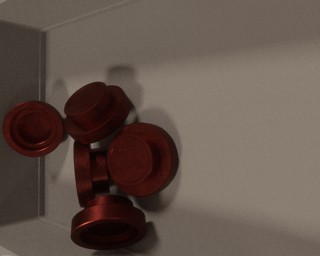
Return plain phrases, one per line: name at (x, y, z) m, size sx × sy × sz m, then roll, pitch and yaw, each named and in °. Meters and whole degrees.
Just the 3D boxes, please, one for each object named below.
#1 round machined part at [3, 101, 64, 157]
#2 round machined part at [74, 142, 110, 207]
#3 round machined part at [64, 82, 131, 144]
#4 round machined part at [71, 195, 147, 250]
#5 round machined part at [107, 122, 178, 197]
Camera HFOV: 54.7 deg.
round machined part at (-0.221, -0.001, 0.551) m, size 0.042 × 0.099 × 0.097 m, roll -133°, pitch 54°, yaw -74°
round machined part at (-0.098, 0.064, 0.453) m, size 0.098 × 0.042 × 0.097 m, roll 175°, pitch 89°, yaw -79°
round machined part at (-0.094, -0.028, 0.436) m, size 0.098 × 0.042 × 0.098 m, roll -18°, pitch 41°, yaw 17°
round machined part at (-0.069, 0.126, 0.421) m, size 0.098 × 0.099 × 0.042 m, roll -43°, pitch 39°, yaw 31°
round machined part at (-0.030, 0.041, 0.404) m, size 0.098 × 0.042 × 0.097 m, roll -2°, pitch 85°, yaw 26°
